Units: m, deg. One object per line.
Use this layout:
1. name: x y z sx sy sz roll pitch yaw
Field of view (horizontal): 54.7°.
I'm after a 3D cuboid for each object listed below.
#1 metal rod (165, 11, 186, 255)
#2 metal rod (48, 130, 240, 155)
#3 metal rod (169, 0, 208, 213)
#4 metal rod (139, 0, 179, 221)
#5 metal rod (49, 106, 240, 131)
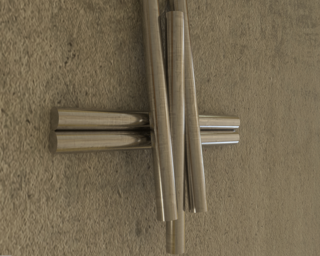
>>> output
1. metal rod: 0.019 0.006 0.391 0.025 0.025 0.298 0 90 -40
2. metal rod: 0.006 0.015 0.414 0.302 0.025 0.025 0 90 -40
3. metal rod: 0.036 -0.042 0.411 0.025 0.025 0.298 0 82 -40
4. metal rod: -0.003 -0.041 0.378 0.025 0.025 0.298 0 82 -40
5. metal rod: 0.007 -0.010 0.415 0.302 0.025 0.025 0 90 -40
